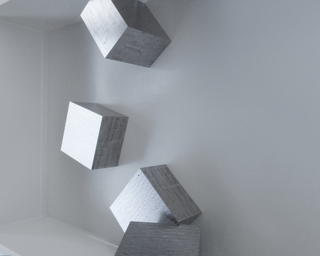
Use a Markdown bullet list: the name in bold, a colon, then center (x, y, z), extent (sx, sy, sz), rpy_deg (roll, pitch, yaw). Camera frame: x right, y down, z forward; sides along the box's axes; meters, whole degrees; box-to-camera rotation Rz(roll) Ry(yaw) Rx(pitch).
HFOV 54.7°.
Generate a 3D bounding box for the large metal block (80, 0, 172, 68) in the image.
- **large metal block**: center (-0.044, -0.131, 0.408), extent (0.050, 0.081, 0.080), rpy_deg (-45, 63, 31)

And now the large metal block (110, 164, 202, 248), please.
- **large metal block**: center (-0.008, 0.105, 0.397), extent (0.080, 0.050, 0.080), rpy_deg (51, 120, 28)

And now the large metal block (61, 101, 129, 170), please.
- **large metal block**: center (-0.101, 0.009, 0.474), extent (0.080, 0.050, 0.079), rpy_deg (23, 104, 37)

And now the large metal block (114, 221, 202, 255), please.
- **large metal block**: center (-0.001, 0.143, 0.317), extent (0.080, 0.080, 0.050), rpy_deg (0, 109, 11)
